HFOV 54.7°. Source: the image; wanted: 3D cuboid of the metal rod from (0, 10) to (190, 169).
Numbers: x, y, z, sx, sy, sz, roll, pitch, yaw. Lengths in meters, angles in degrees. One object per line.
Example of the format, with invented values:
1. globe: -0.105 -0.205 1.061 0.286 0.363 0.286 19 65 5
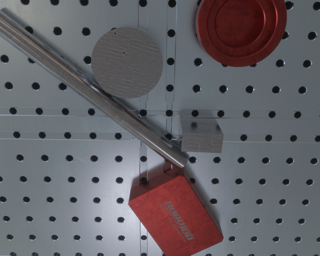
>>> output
1. metal rod: -0.083 -0.042 0.396 0.301 0.025 0.025 38 106 -13

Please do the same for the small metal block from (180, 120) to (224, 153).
1. small metal block: 0.052 0.010 0.404 0.050 0.050 0.025 3 110 -1

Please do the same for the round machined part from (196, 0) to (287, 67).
1. round machined part: 0.090 -0.123 0.360 0.099 0.042 0.097 0 110 0

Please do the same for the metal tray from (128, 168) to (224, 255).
1. metal tray: 0.025 0.130 0.459 0.090 0.030 0.130 -29 108 10

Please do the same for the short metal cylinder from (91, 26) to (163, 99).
1. short metal cylinder: -0.037 -0.080 0.370 0.081 0.050 0.079 0 110 0
